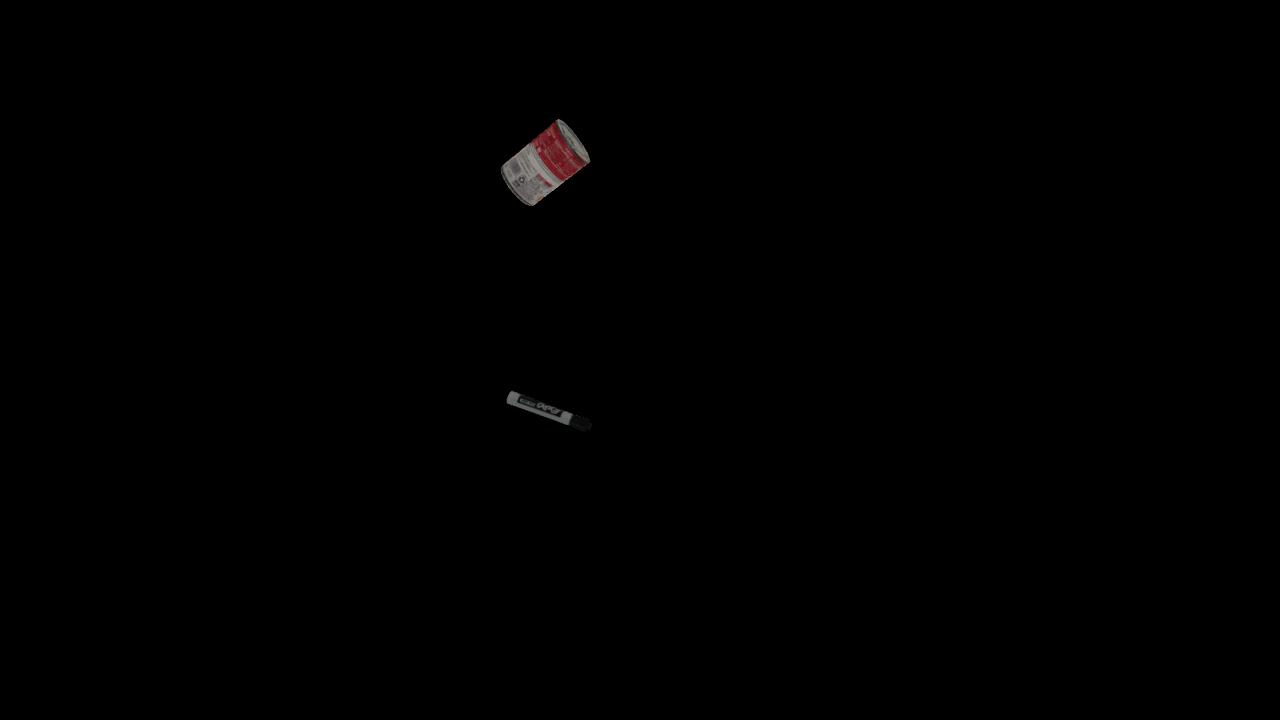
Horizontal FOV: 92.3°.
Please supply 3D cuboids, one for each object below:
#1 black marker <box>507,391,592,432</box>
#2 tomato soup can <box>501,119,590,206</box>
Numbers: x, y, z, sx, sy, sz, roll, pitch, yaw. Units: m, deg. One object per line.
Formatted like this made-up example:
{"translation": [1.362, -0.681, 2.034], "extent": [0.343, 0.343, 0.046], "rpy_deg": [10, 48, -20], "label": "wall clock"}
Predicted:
{"translation": [-0.123, 0.071, 0.836], "extent": [0.121, 0.020, 0.020], "rpy_deg": [19, 3, 8], "label": "black marker"}
{"translation": [-0.126, -0.260, 0.819], "extent": [0.101, 0.068, 0.068], "rpy_deg": [-33, -11, 18], "label": "tomato soup can"}
